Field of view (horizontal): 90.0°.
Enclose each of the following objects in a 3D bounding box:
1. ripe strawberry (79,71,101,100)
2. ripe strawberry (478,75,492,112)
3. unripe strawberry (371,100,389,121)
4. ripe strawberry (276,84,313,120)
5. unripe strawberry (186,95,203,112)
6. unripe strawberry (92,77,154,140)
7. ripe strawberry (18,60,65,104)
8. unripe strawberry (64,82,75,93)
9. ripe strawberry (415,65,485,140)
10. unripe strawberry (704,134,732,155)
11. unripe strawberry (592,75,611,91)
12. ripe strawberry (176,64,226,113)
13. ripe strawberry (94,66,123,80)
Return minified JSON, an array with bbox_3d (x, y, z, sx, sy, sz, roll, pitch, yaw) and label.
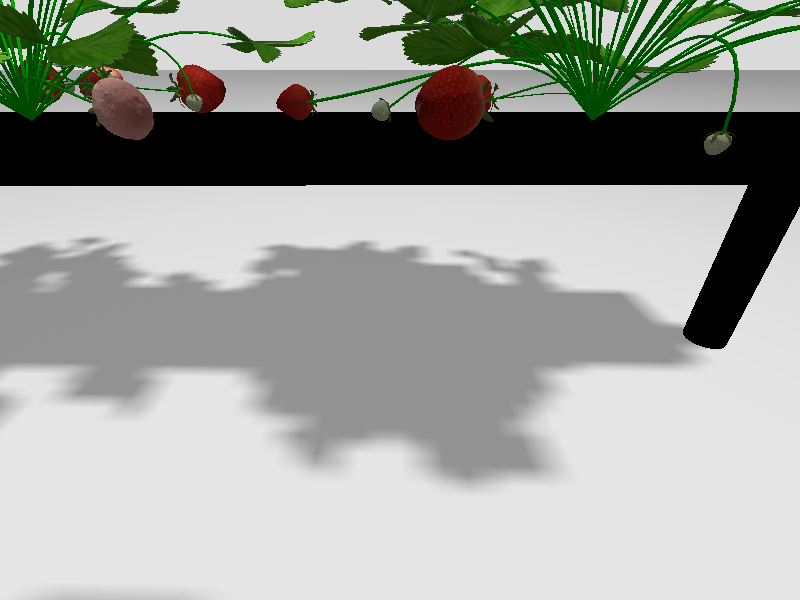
[{"bbox_3d":[-0.351,-0.245,0.458,0.026,0.030,0.028,-10,32,-16],"label":"ripe strawberry"},{"bbox_3d":[0.060,-0.170,0.335,0.033,0.032,0.031,7,32,13],"label":"ripe strawberry"},{"bbox_3d":[-0.015,-0.146,0.308,0.014,0.015,0.013,-13,31,4],"label":"unripe strawberry"},{"bbox_3d":[-0.084,-0.157,0.318,0.027,0.026,0.025,0,31,1],"label":"ripe strawberry"},{"bbox_3d":[-0.152,-0.146,0.297,0.011,0.011,0.011,4,31,7],"label":"unripe strawberry"},{"bbox_3d":[-0.158,-0.109,0.231,0.032,0.033,0.029,20,37,29],"label":"unripe strawberry"},{"bbox_3d":[-0.377,-0.230,0.421,0.037,0.042,0.040,-18,35,-27],"label":"ripe strawberry"},{"bbox_3d":[-0.365,-0.235,0.443,0.011,0.011,0.011,-14,34,-21],"label":"unripe strawberry"},{"bbox_3d":[0.028,-0.117,0.240,0.042,0.041,0.039,-19,36,-28],"label":"ripe strawberry"},{"bbox_3d":[0.152,-0.075,0.192,0.011,0.010,0.010,1,31,1],"label":"unripe strawberry"},{"bbox_3d":[0.236,-0.254,0.478,0.028,0.025,0.026,12,-3,20],"label":"unripe strawberry"},{"bbox_3d":[-0.183,-0.196,0.371,0.040,0.040,0.037,-17,35,-27],"label":"ripe strawberry"},{"bbox_3d":[-0.378,-0.284,0.522,0.033,0.035,0.036,-10,14,-16],"label":"ripe strawberry"}]
